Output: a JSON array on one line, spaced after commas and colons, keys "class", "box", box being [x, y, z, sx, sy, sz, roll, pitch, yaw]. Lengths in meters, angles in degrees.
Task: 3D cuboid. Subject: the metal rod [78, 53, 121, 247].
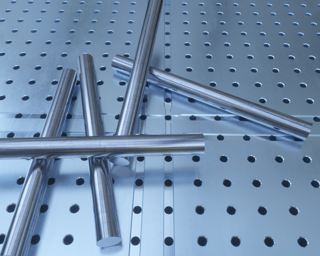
[{"class": "metal rod", "box": [-0.085, 0.002, 0.404, 0.025, 0.025, 0.300, -10, 51, -9]}]

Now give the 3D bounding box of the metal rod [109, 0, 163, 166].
[{"class": "metal rod", "box": [-0.028, -0.087, 0.450, 0.025, 0.025, 0.300, 7, 59, 5]}]

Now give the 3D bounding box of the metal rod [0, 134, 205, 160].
[{"class": "metal rod", "box": [-0.101, 0.022, 0.353, 0.302, 0.025, 0.025, -1, 50, -2]}]

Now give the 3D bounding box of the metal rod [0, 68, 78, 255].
[{"class": "metal rod", "box": [-0.140, 0.033, 0.377, 0.025, 0.025, 0.300, 1, 50, 0]}]

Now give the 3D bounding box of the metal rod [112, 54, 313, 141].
[{"class": "metal rod", "box": [0.062, -0.050, 0.450, 0.301, 0.025, 0.025, 23, 54, 17]}]
